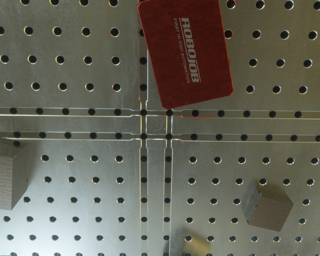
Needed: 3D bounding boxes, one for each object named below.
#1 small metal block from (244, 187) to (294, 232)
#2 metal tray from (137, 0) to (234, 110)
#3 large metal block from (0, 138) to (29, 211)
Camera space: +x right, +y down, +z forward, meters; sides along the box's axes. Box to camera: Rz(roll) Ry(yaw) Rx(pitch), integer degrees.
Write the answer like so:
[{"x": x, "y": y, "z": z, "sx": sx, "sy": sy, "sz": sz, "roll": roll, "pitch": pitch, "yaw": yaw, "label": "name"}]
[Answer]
[{"x": 0.160, "y": 0.121, "z": 0.459, "sx": 0.050, "sy": 0.025, "sz": 0.050, "roll": 14, "pitch": 109, "yaw": -6, "label": "small metal block"}, {"x": 0.033, "y": -0.095, "z": 0.376, "sx": 0.090, "sy": 0.030, "sz": 0.129, "roll": -13, "pitch": 110, "yaw": 4, "label": "metal tray"}, {"x": -0.230, "y": 0.058, "z": 0.419, "sx": 0.081, "sy": 0.050, "sz": 0.079, "roll": 10, "pitch": 110, "yaw": -4, "label": "large metal block"}]
